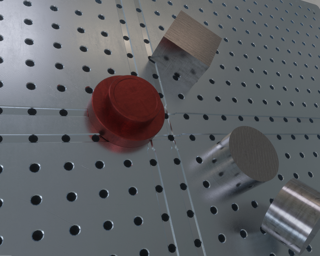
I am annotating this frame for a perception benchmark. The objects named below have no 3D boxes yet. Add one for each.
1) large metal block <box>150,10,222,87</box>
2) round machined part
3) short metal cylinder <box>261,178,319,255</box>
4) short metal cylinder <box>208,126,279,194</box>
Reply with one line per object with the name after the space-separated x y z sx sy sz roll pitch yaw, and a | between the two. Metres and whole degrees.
0.043 -0.127 0.492 0.080 0.050 0.080 32 52 -7 | large metal block
-0.037 -0.028 0.394 0.099 0.042 0.098 14 56 -21 | round machined part
0.173 0.110 0.389 0.081 0.079 0.050 -26 44 -37 | short metal cylinder
0.114 0.044 0.426 0.081 0.050 0.080 14 56 -21 | short metal cylinder
